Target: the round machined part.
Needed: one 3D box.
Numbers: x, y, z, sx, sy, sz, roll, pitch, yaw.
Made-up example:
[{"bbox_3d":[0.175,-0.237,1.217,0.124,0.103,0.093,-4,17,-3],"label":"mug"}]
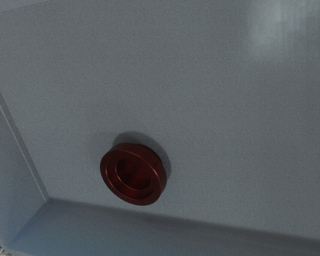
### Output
[{"bbox_3d":[-0.034,0.062,0.453,0.098,0.042,0.097,13,124,20],"label":"round machined part"}]
